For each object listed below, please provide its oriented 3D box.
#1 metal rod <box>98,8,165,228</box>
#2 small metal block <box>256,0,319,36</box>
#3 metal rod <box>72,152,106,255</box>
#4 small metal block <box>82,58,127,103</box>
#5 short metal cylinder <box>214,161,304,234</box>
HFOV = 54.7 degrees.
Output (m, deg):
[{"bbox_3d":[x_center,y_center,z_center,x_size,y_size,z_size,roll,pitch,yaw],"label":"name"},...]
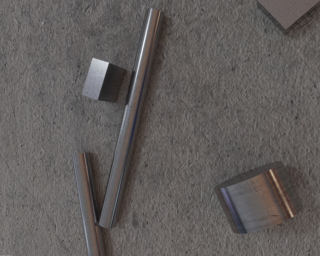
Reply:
[{"bbox_3d":[-0.040,-0.009,0.422,0.025,0.025,0.298,15,95,19],"label":"metal rod"},{"bbox_3d":[0.148,-0.145,0.357,0.050,0.025,0.050,-41,77,15],"label":"small metal block"},{"bbox_3d":[-0.089,0.184,0.440,0.025,0.025,0.298,-11,86,19],"label":"metal rod"},{"bbox_3d":[-0.075,-0.063,0.422,0.025,0.050,0.050,20,97,19],"label":"small metal block"},{"bbox_3d":[0.107,0.075,0.342,0.080,0.080,0.050,-26,82,18],"label":"short metal cylinder"}]
